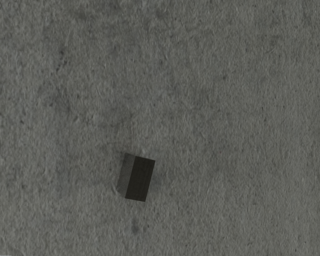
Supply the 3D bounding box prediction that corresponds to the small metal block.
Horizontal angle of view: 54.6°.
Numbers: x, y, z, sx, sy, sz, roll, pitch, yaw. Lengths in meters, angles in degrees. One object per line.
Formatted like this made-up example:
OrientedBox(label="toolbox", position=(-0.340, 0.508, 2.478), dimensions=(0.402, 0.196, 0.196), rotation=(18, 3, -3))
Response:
OrientedBox(label="small metal block", position=(-0.031, 0.059, 0.384), dimensions=(0.025, 0.050, 0.050), rotation=(16, 85, -19))
